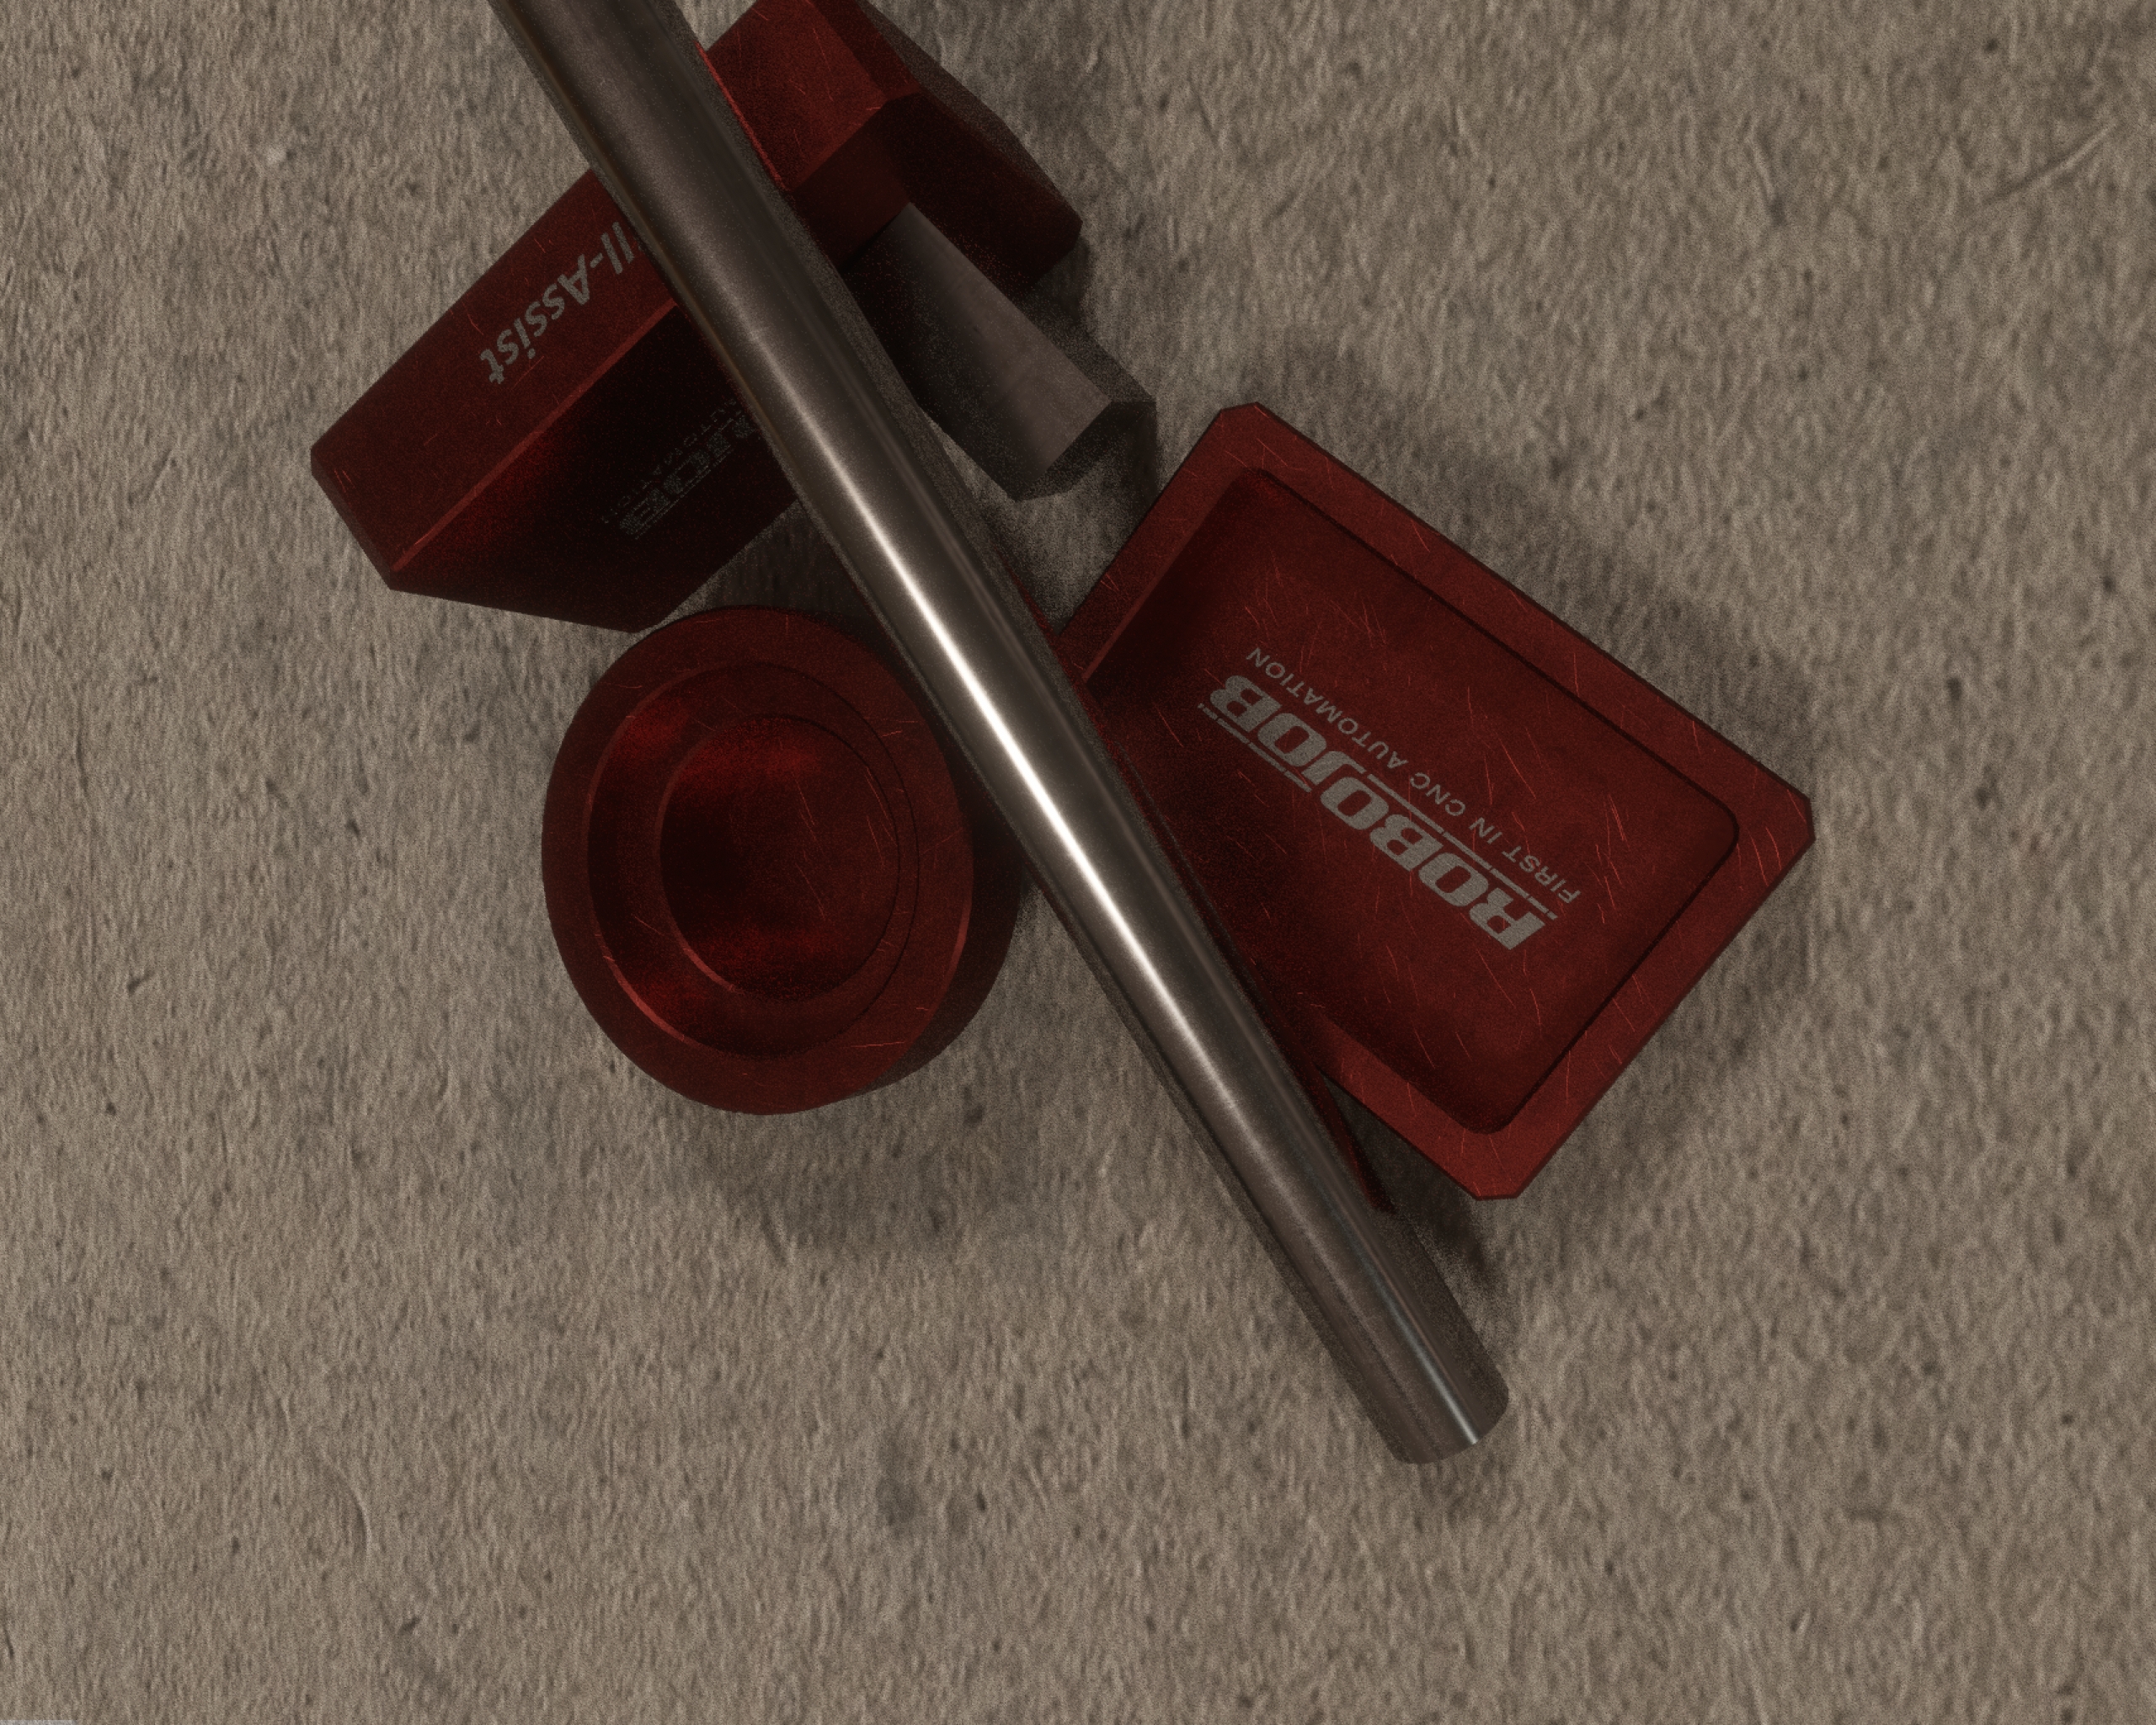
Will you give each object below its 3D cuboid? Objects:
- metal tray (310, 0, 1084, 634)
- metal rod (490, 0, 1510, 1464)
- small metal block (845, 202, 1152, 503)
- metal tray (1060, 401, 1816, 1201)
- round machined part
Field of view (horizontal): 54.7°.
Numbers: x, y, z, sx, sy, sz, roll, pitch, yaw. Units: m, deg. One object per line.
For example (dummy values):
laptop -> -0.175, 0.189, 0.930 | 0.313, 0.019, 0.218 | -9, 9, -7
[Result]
metal tray -> -0.069, -0.100, 0.398 | 0.130, 0.090, 0.030 | -39, 78, 15
metal rod -> -0.008, -0.021, 0.355 | 0.025, 0.025, 0.299 | -28, 103, 18
small metal block -> -0.015, -0.096, 0.396 | 0.050, 0.050, 0.025 | 45, 107, -1
metal tray -> 0.056, -0.012, 0.387 | 0.130, 0.030, 0.090 | 39, 102, 15
round machined part -> -0.054, -0.001, 0.415 | 0.098, 0.042, 0.097 | 2, 94, 25
